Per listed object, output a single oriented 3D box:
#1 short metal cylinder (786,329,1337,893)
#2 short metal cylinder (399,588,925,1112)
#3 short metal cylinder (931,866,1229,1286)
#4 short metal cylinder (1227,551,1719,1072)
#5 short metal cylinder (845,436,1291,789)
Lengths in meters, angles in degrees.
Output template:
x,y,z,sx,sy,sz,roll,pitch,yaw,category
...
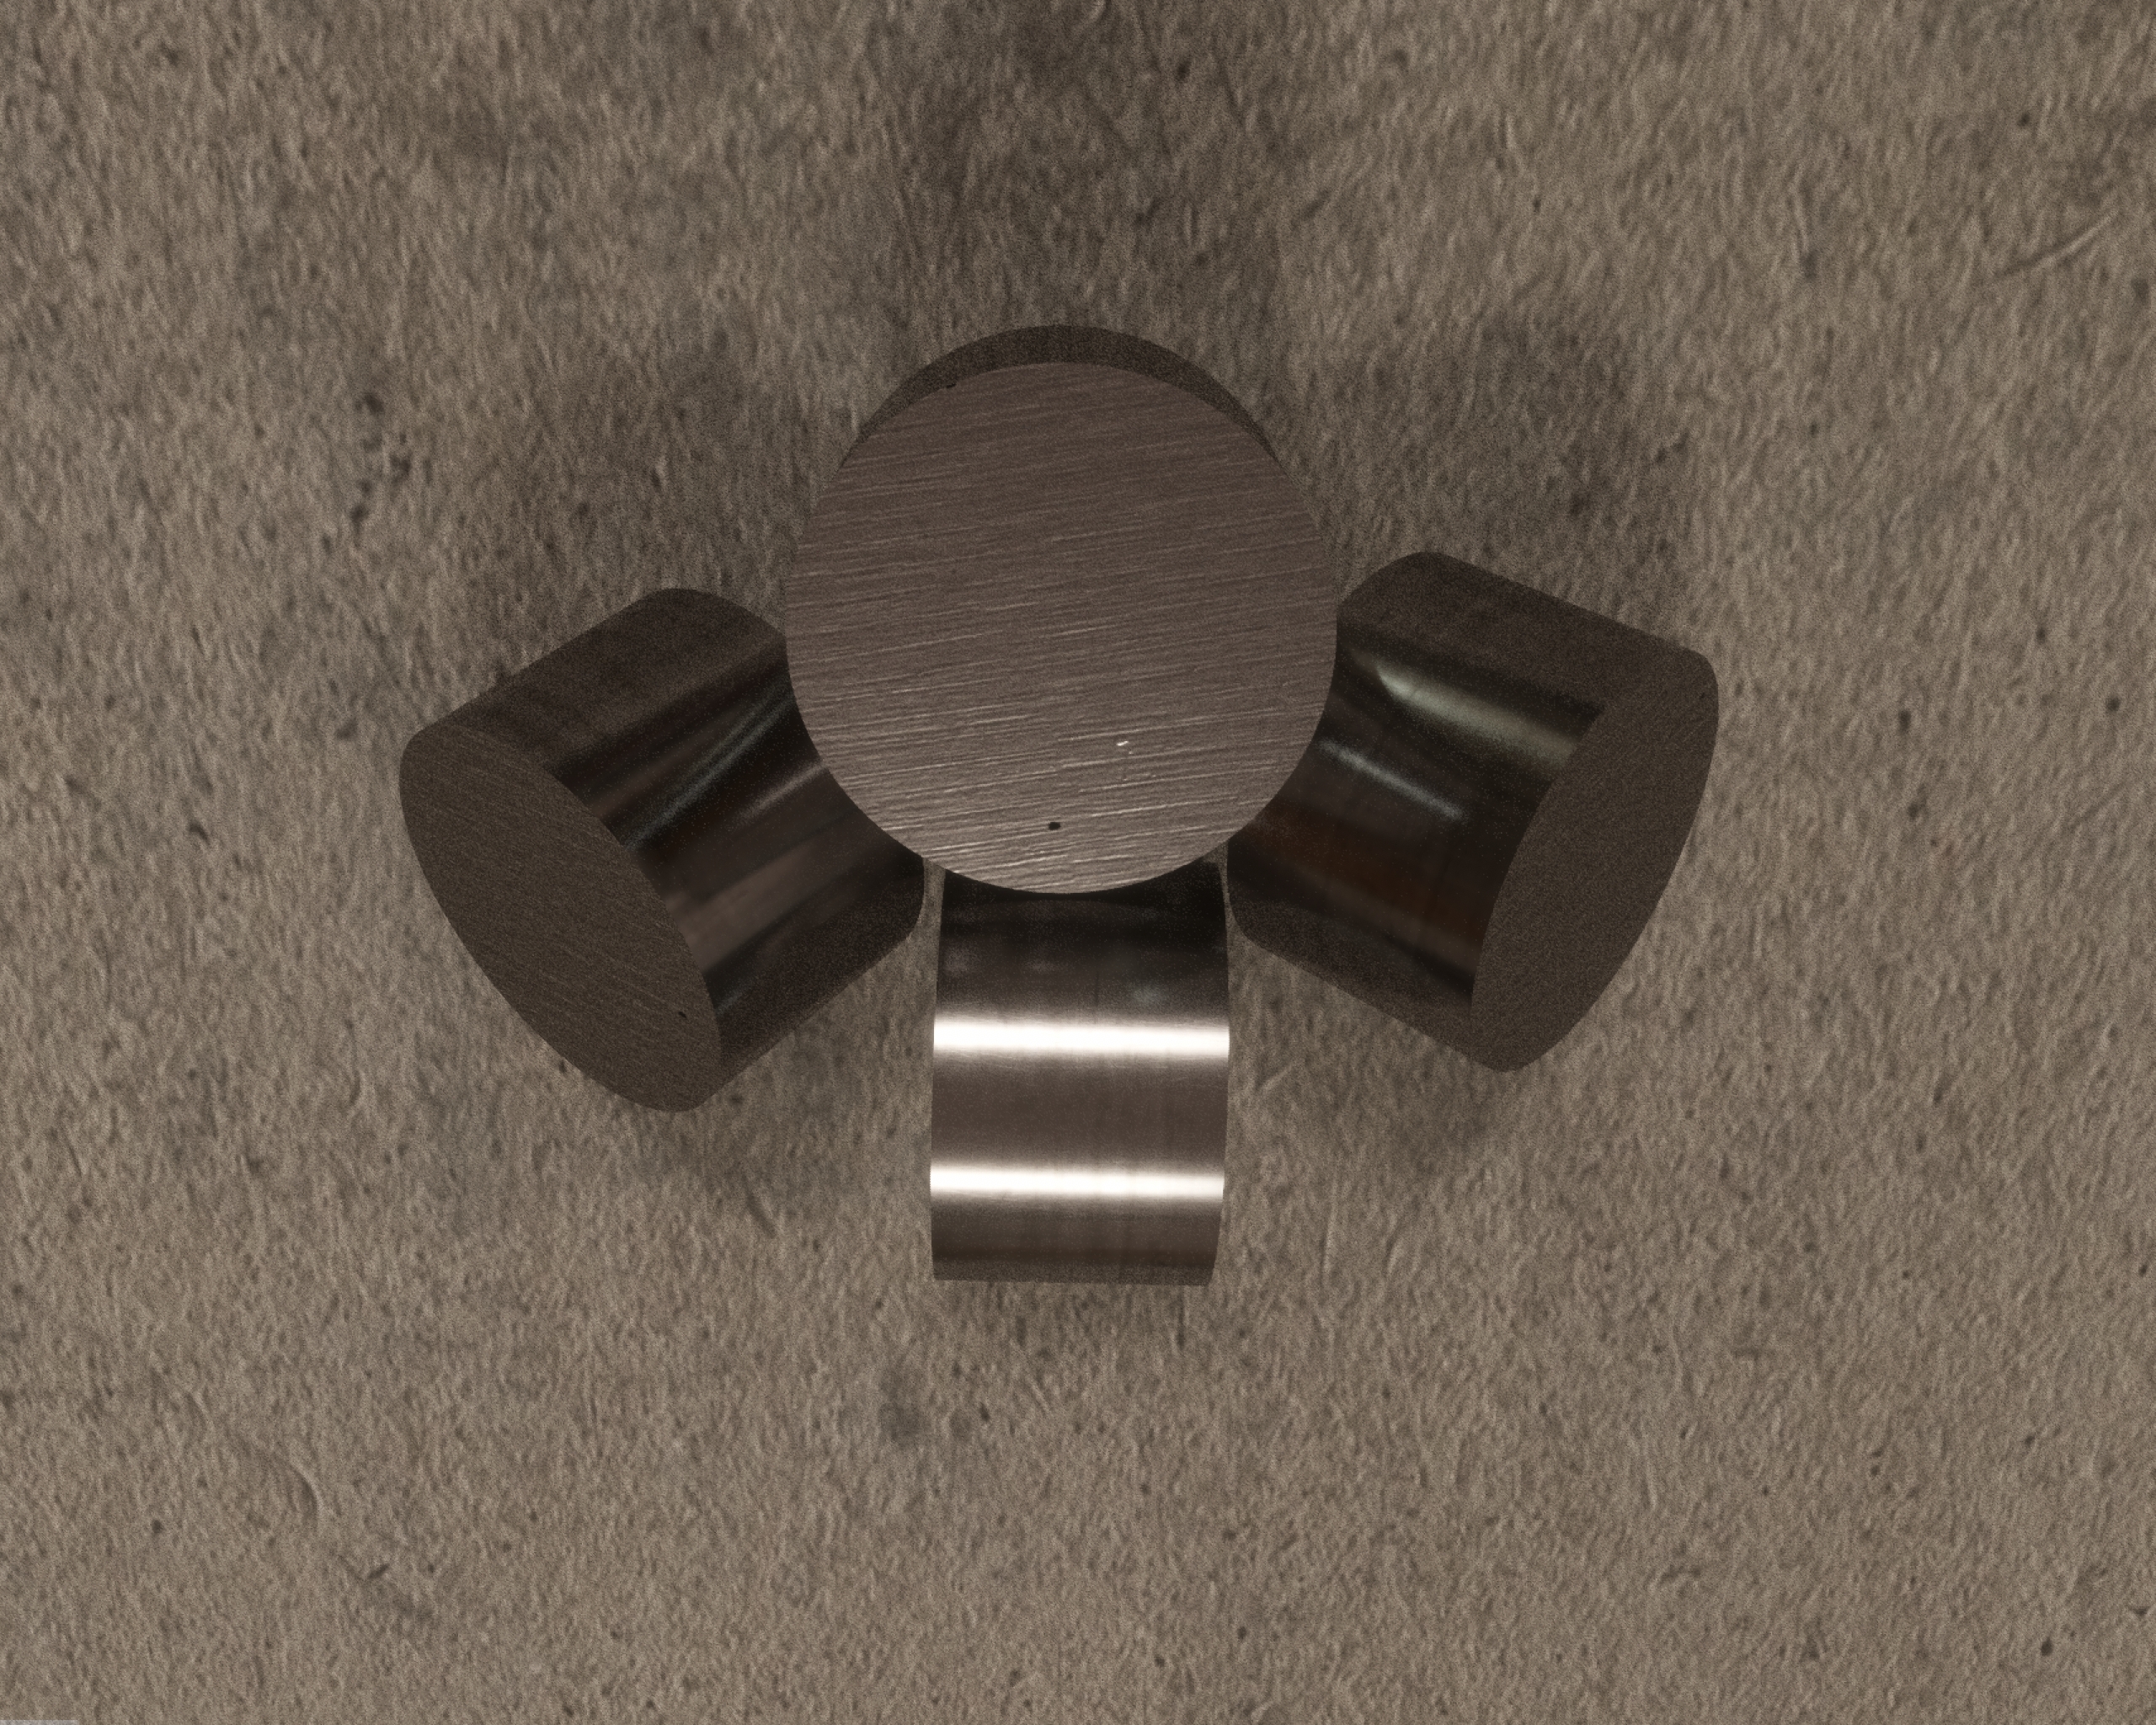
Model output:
x,y,z,sx,sy,sz,roll,pitch,yaw,category
-0.002,-0.041,0.328,0.081,0.050,0.079,0,110,-1,short metal cylinder
-0.074,-0.002,0.374,0.080,0.050,0.079,28,139,28,short metal cylinder
0.000,0.039,0.395,0.050,0.080,0.079,2,110,-1,short metal cylinder
0.071,-0.009,0.373,0.050,0.081,0.079,28,113,31,short metal cylinder
0.000,-0.042,0.382,0.081,0.050,0.079,0,110,-1,short metal cylinder
